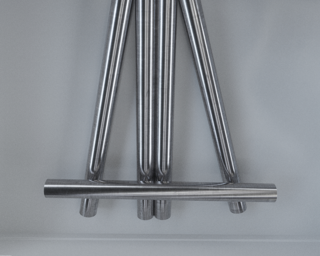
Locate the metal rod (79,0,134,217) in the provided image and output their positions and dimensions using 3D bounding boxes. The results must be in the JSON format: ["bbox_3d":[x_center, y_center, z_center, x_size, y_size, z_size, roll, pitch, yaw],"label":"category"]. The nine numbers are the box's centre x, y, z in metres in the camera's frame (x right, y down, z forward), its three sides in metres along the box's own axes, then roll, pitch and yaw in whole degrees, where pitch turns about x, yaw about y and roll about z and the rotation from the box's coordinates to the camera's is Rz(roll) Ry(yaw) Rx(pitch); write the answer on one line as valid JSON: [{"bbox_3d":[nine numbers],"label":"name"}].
[{"bbox_3d":[-0.074,-0.013,0.404,0.025,0.025,0.298,11,110,-4],"label":"metal rod"}]

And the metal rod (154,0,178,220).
[{"bbox_3d":[0.006,-0.011,0.406,0.025,0.025,0.298,1,110,0],"label":"metal rod"}]

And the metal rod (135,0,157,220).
[{"bbox_3d":[-0.019,-0.011,0.406,0.025,0.025,0.298,1,110,-1],"label":"metal rod"}]

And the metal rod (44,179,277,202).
[{"bbox_3d":[0.001,0.083,0.413,0.302,0.025,0.025,1,110,-1],"label":"metal rod"}]

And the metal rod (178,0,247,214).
[{"bbox_3d":[0.074,-0.017,0.404,0.025,0.025,0.298,-15,110,5],"label":"metal rod"}]
